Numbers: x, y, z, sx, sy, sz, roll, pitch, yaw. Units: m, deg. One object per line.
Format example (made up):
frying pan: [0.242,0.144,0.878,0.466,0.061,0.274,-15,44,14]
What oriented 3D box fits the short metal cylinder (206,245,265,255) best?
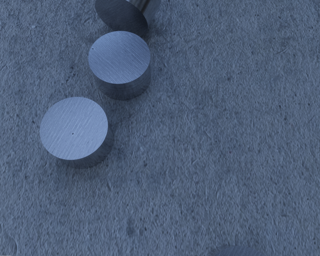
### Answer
short metal cylinder: [0.083,0.169,0.333,0.081,0.050,0.080,0,70,0]

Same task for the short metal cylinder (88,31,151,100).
short metal cylinder: [-0.053,-0.084,0.425,0.081,0.050,0.080,0,70,0]

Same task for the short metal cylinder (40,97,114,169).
short metal cylinder: [-0.102,0.007,0.391,0.081,0.050,0.080,0,70,0]

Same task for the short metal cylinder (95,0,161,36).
short metal cylinder: [-0.045,-0.177,0.443,0.080,0.080,0.050,20,72,7]
